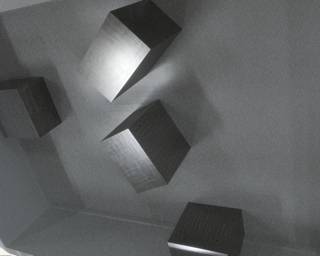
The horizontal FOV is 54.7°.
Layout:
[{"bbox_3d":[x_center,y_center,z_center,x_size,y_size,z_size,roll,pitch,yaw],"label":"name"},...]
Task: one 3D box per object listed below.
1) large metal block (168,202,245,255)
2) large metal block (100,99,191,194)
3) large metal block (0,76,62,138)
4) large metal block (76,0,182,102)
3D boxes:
[{"bbox_3d":[0.067,0.154,0.432,0.080,0.080,0.050,1,119,27],"label":"large metal block"},{"bbox_3d":[-0.015,0.022,0.393,0.050,0.080,0.080,-25,105,36],"label":"large metal block"},{"bbox_3d":[-0.214,-0.031,0.483,0.080,0.050,0.080,-1,118,28],"label":"large metal block"},{"bbox_3d":[-0.032,-0.085,0.336,0.050,0.080,0.080,43,129,-2],"label":"large metal block"}]
